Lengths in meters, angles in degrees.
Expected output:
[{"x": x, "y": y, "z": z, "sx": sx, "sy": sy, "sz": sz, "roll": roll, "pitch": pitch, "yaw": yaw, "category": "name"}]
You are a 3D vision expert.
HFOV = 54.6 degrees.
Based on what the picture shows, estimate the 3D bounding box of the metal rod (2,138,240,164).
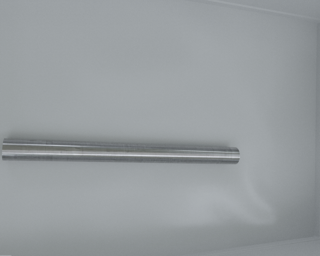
[{"x": -0.033, "y": 0.032, "z": 0.398, "sx": 0.302, "sy": 0.025, "sz": 0.025, "roll": 3, "pitch": 89, "yaw": -20, "category": "metal rod"}]
